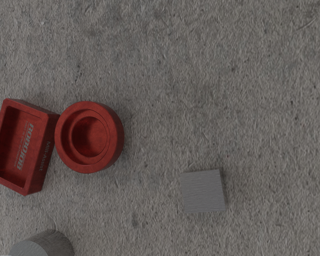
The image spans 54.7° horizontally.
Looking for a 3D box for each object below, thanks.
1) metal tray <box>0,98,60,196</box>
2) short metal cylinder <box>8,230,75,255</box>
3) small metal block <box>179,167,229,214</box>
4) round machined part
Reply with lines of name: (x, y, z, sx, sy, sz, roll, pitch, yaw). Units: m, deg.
metal tray: (-0.214, 0.028, 0.481, 0.090, 0.030, 0.129, 20, 96, 18)
short metal cylinder: (-0.175, 0.198, 0.457, 0.080, 0.050, 0.080, 0, 90, 20)
small metal block: (0.056, 0.078, 0.389, 0.050, 0.025, 0.050, -10, 87, 19)
round machined part: (-0.094, 0.012, 0.433, 0.098, 0.042, 0.097, 0, 90, 20)
